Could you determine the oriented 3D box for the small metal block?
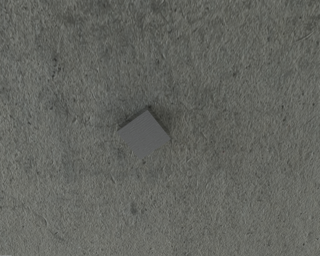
[{"bbox_3d":[-0.021,0.005,0.413,0.050,0.025,0.050,-35,107,11],"label":"small metal block"}]
